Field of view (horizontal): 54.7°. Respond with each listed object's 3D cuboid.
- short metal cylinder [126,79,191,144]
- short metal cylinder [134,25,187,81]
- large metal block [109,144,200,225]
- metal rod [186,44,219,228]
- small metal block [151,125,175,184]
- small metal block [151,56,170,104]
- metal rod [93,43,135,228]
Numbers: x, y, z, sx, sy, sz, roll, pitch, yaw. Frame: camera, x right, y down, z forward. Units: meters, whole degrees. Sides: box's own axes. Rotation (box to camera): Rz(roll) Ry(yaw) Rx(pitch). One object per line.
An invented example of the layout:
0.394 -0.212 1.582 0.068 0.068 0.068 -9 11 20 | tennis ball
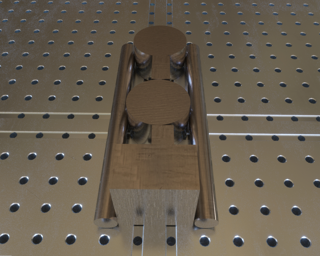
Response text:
-0.002 -0.018 0.406 0.080 0.050 0.080 0 50 0 | short metal cylinder
0.000 -0.118 0.490 0.080 0.050 0.080 0 50 0 | short metal cylinder
-0.004 0.061 0.321 0.080 0.080 0.050 1 50 0 | large metal block
0.051 -0.015 0.419 0.025 0.025 0.300 1 50 1 | metal rod
0.003 0.032 0.364 0.025 0.050 0.050 0 50 0 | small metal block
0.001 -0.069 0.447 0.025 0.050 0.050 1 50 1 | small metal block
-0.054 -0.016 0.419 0.025 0.025 0.300 1 50 1 | metal rod
